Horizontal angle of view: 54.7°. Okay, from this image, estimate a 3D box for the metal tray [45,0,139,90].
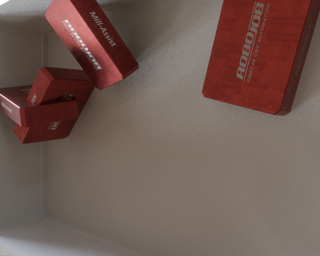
[{"bbox_3d":[-0.094,-0.119,0.421,0.130,0.030,0.090,55,151,-16],"label":"metal tray"}]

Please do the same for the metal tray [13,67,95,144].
[{"bbox_3d":[-0.170,-0.035,0.502,0.030,0.091,0.129,46,117,22],"label":"metal tray"}]

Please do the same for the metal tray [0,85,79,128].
[{"bbox_3d":[-0.205,-0.041,0.510,0.130,0.091,0.030,24,119,43],"label":"metal tray"}]

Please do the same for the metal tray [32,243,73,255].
[{"bbox_3d":[-0.199,0.289,0.571,0.090,0.030,0.129,-1,90,40],"label":"metal tray"}]

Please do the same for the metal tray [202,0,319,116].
[{"bbox_3d":[0.102,-0.085,0.320,0.090,0.030,0.129,20,103,38],"label":"metal tray"}]
